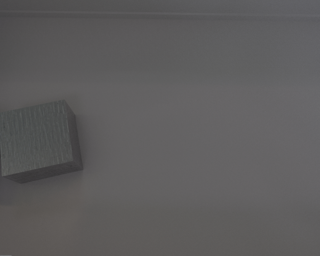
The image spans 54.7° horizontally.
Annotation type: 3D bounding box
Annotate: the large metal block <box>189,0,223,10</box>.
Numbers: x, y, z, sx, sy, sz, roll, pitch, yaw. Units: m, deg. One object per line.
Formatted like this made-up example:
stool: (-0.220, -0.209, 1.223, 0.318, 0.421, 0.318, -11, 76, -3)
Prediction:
large metal block: (0.072, -0.239, 0.470, 0.050, 0.080, 0.080, 1, 70, 0)

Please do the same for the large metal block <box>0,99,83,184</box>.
large metal block: (-0.148, 0.018, 0.389, 0.081, 0.050, 0.080, -12, 71, -5)

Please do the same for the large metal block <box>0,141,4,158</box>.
large metal block: (-0.237, 0.042, 0.363, 0.050, 0.080, 0.080, 5, 70, 2)
